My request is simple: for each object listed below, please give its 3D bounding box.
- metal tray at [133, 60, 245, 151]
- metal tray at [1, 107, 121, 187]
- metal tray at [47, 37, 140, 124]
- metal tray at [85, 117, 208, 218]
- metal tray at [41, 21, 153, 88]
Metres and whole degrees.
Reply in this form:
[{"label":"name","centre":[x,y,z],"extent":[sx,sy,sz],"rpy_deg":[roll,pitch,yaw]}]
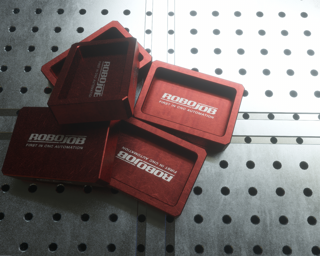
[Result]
[{"label":"metal tray","centre":[0.039,-0.031,0.419],"extent":[0.130,0.030,0.090],"rpy_deg":[17,71,6]},{"label":"metal tray","centre":[-0.121,0.021,0.383],"extent":[0.130,0.030,0.090],"rpy_deg":[2,70,15]},{"label":"metal tray","centre":[-0.076,-0.063,0.386],"extent":[0.090,0.030,0.130],"rpy_deg":[-4,46,6]},{"label":"metal tray","centre":[-0.018,0.045,0.392],"extent":[0.130,0.030,0.090],"rpy_deg":[24,72,8]},{"label":"metal tray","centre":[-0.086,-0.084,0.438],"extent":[0.130,0.030,0.090],"rpy_deg":[-38,74,-13]}]
